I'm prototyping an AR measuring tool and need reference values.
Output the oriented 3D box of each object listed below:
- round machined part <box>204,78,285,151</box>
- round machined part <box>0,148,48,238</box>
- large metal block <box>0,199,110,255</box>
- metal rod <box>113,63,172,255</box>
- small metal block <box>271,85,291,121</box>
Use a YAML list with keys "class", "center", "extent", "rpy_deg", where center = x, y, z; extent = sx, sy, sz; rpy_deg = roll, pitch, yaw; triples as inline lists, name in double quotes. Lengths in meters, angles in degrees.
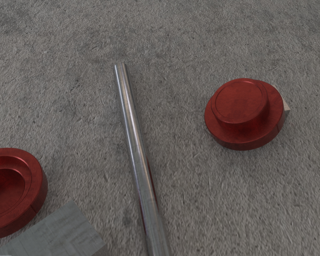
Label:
- class: "round machined part"
  center: [0.103, -0.024, 0.390]
  extent: [0.098, 0.042, 0.098]
  rpy_deg: [-14, 53, 19]
- class: "round machined part"
  center: [-0.170, 0.072, 0.330]
  extent: [0.099, 0.042, 0.098]
  rpy_deg: [0, 50, 0]
- class: "large metal block"
  center: [-0.089, 0.121, 0.265]
  extent: [0.080, 0.080, 0.050]
  rpy_deg: [-33, 58, -25]
- class: "metal rod"
  center: [-0.029, 0.022, 0.384]
  extent: [0.025, 0.025, 0.300]
  rpy_deg: [-9, 51, -8]
- class: "small metal block"
  center: [0.143, -0.031, 0.430]
  extent: [0.050, 0.025, 0.050]
  rpy_deg: [-9, 51, -8]
